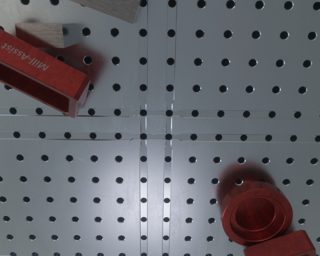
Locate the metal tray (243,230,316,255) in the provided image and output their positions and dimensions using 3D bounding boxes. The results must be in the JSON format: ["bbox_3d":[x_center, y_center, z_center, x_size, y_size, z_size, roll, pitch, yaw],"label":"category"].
[{"bbox_3d":[0.184,0.208,0.465,0.090,0.030,0.130,-22,130,7],"label":"metal tray"}]

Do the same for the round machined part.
[{"bbox_3d":[0.135,0.120,0.450,0.099,0.042,0.097,0,110,0],"label":"round machined part"}]

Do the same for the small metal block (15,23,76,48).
[{"bbox_3d":[-0.130,-0.108,0.359,0.050,0.050,0.025,1,110,-1],"label":"small metal block"}]

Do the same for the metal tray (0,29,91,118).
[{"bbox_3d":[-0.149,-0.062,0.354,0.131,0.090,0.030,27,72,-10],"label":"metal tray"}]

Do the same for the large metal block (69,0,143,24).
[{"bbox_3d":[-0.054,-0.168,0.338,0.080,0.050,0.079,19,109,-7],"label":"large metal block"}]
